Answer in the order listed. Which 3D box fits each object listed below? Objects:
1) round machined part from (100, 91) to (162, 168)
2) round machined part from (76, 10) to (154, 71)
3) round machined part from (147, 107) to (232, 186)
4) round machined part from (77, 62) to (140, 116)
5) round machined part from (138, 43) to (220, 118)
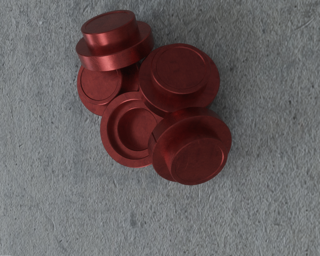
[{"bbox_3d":[-0.025,0.002,0.409,0.098,0.042,0.097,0,90,19],"label":"round machined part"},{"bbox_3d":[-0.059,-0.115,0.390,0.098,0.098,0.042,1,132,19],"label":"round machined part"},{"bbox_3d":[0.038,0.028,0.358,0.098,0.098,0.042,-45,36,14],"label":"round machined part"},{"bbox_3d":[-0.073,-0.064,0.427,0.098,0.042,0.097,0,90,19],"label":"round machined part"},{"bbox_3d":[0.023,-0.061,0.369,0.099,0.042,0.098,1,68,-3],"label":"round machined part"}]
